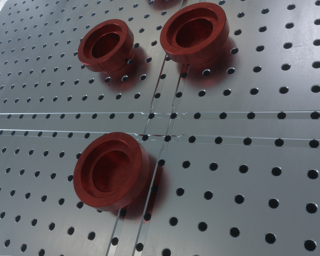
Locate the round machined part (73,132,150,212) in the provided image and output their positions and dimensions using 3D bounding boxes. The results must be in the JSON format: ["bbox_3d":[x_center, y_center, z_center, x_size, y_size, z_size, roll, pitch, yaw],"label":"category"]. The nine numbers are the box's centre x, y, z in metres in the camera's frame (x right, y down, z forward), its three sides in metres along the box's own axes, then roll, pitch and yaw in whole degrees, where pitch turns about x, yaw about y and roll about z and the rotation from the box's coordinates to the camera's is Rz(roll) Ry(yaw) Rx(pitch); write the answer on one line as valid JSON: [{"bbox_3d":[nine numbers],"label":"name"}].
[{"bbox_3d":[-0.057,0.058,0.393,0.098,0.042,0.098,-13,56,21],"label":"round machined part"}]

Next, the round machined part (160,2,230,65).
[{"bbox_3d":[0.053,-0.131,0.451,0.098,0.042,0.098,-13,56,21],"label":"round machined part"}]

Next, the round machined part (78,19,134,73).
[{"bbox_3d":[-0.087,-0.133,0.526,0.098,0.042,0.098,-13,56,21],"label":"round machined part"}]
